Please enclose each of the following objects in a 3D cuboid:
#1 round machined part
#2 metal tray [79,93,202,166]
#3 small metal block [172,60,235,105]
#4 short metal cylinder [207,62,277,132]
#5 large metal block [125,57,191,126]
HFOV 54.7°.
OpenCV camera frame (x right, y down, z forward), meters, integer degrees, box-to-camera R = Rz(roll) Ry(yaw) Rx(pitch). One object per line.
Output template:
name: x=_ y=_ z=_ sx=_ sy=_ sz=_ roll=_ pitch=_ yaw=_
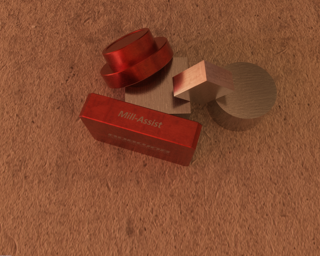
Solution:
round machined part: x=-0.036 y=-0.096 z=0.405 sx=0.098 sy=0.098 sz=0.042 roll=-35 pitch=118 yaw=-12
metal tray: x=-0.021 y=0.005 z=0.372 sx=0.131 sy=0.090 sz=0.030 roll=16 pitch=71 yaw=5
small metal block: x=0.051 y=-0.052 z=0.367 sx=0.050 sy=0.050 sz=0.025 roll=11 pitch=67 yaw=-41
short metal cylinder: x=0.106 y=-0.040 z=0.412 sx=0.081 sy=0.050 sz=0.080 roll=0 pitch=70 yaw=0
large metal block: x=-0.004 y=-0.046 z=0.414 sx=0.081 sy=0.050 sz=0.080 roll=-1 pitch=70 yaw=-1
